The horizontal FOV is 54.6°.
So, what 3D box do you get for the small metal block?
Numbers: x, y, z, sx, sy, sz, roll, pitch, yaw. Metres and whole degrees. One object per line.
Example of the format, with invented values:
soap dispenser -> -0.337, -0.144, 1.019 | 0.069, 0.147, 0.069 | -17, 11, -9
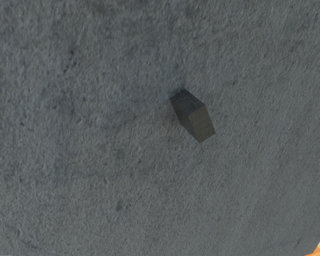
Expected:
small metal block -> 0.042, -0.016, 0.403 | 0.025, 0.050, 0.050 | -33, 129, -7
